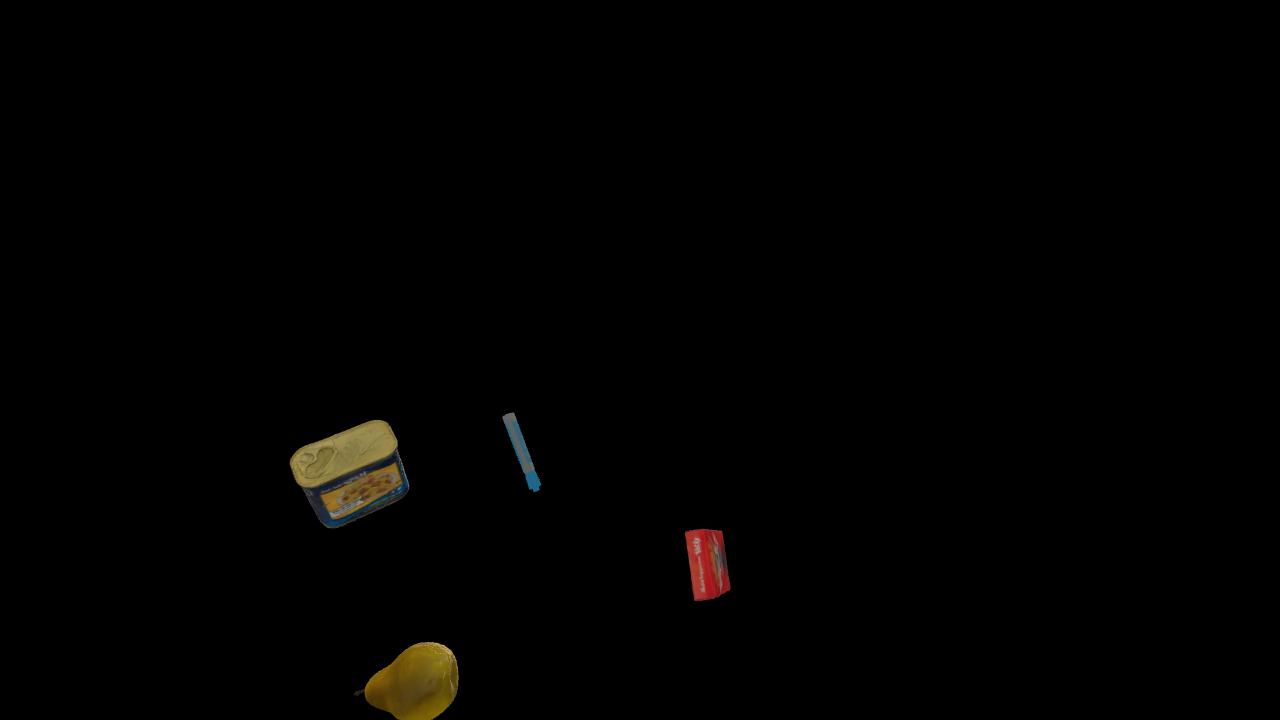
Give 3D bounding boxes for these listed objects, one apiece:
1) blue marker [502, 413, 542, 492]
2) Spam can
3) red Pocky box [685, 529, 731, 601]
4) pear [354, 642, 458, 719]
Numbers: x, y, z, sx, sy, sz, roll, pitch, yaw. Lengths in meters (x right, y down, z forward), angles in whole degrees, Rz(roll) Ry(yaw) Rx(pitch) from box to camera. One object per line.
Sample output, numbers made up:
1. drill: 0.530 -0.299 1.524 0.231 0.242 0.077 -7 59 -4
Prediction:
1. blue marker: -0.173 0.135 0.902 0.020 0.121 0.020 -22 -13 -6
2. Spam can: -0.309 0.125 0.667 0.101 0.085 0.058 -23 50 -26
3. red Pocky box: 0.091 0.265 0.805 0.028 0.083 0.155 -10 -18 13
4. pear: -0.250 0.338 0.643 0.111 0.080 0.080 -7 1 -5
